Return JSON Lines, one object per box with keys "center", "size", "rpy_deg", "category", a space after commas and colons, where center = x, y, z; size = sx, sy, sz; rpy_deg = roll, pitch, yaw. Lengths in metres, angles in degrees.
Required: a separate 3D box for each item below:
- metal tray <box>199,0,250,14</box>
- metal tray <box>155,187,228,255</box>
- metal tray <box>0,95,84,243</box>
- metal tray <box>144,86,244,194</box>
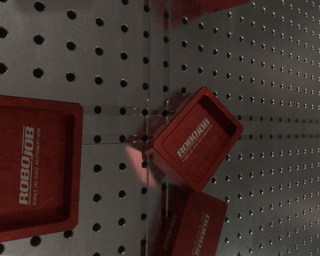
{"center": [0.072, -0.230, 0.425], "size": [0.030, 0.090, 0.130], "rpy_deg": [-46, 118, -19], "category": "metal tray"}
{"center": [0.045, 0.158, 0.447], "size": [0.090, 0.030, 0.130], "rpy_deg": [30, 71, -36], "category": "metal tray"}
{"center": [-0.126, 0.037, 0.301], "size": [0.091, 0.030, 0.129], "rpy_deg": [4, 88, -40], "category": "metal tray"}
{"center": [0.051, 0.015, 0.431], "size": [0.090, 0.030, 0.131], "rpy_deg": [46, 60, -7], "category": "metal tray"}
